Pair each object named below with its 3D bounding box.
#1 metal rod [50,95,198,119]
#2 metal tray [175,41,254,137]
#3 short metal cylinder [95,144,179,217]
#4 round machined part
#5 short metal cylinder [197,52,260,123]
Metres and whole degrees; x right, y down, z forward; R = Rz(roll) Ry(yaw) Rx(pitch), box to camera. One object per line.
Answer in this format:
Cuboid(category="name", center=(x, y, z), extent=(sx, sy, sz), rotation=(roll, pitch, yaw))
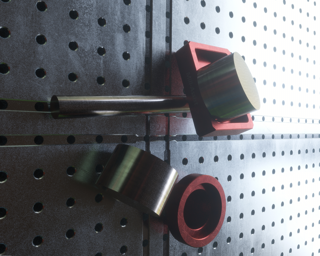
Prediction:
Cuboid(category="metal rod", center=(0.008, -0.032, 0.415), extent=(0.302, 0.025, 0.025), rotation=(-5, 94, -40))
Cuboid(category="metal tray", center=(0.078, -0.054, 0.443), extent=(0.091, 0.030, 0.129), rotation=(-2, 72, -39))
Cuboid(category="short metal cylinder", center=(-0.026, 0.060, 0.352), extent=(0.080, 0.080, 0.050), rotation=(41, 66, -33))
Cuboid(category="round machined part", center=(0.046, 0.113, 0.437), extent=(0.099, 0.042, 0.097), rotation=(0, 90, -40))
Cuboid(category="short metal cylinder", center=(0.091, -0.052, 0.406), extent=(0.080, 0.050, 0.080), rotation=(38, 41, -42))
